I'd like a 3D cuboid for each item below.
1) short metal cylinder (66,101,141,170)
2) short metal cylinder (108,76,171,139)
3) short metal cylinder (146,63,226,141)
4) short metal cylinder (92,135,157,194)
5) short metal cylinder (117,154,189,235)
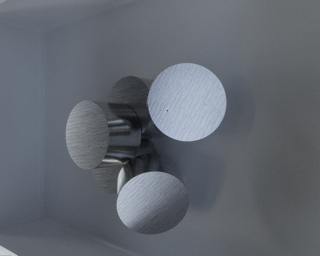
[{"bbox_3d":[-0.070,0.008,0.377,0.080,0.050,0.079,0,90,39],"label":"short metal cylinder"},{"bbox_3d":[-0.024,-0.025,0.406,0.080,0.050,0.079,0,90,39],"label":"short metal cylinder"},{"bbox_3d":[0.026,-0.026,0.339,0.081,0.050,0.079,0,89,-5],"label":"short metal cylinder"},{"bbox_3d":[-0.050,0.047,0.428,0.080,0.050,0.079,0,90,39],"label":"short metal cylinder"},{"bbox_3d":[-0.010,0.077,0.367,0.050,0.081,0.079,-112,39,-71],"label":"short metal cylinder"}]
